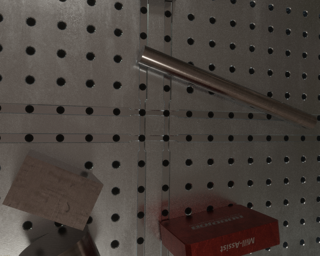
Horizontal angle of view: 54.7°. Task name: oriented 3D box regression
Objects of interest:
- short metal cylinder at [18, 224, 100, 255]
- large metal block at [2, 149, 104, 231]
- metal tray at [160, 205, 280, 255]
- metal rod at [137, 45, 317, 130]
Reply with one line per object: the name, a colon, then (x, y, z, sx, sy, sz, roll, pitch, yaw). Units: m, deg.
short metal cylinder: (-0.109, 0.150, 0.344, 0.081, 0.080, 0.050, -23, 98, -19)
large metal block: (-0.116, 0.064, 0.341, 0.080, 0.080, 0.050, 26, 81, -19)
metal tray: (0.076, 0.137, 0.407, 0.131, 0.090, 0.030, -7, 93, -20)
metal rod: (0.110, -0.053, 0.454, 0.302, 0.025, 0.025, 18, 84, -20)
